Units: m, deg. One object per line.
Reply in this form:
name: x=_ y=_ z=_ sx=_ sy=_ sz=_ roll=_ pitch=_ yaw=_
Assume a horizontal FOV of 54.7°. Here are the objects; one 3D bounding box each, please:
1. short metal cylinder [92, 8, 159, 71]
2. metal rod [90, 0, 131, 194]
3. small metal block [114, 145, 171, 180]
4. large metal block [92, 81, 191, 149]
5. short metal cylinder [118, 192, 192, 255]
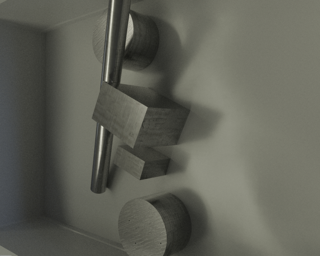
short metal cylinder: x=-0.048 y=-0.122 z=0.428 sx=0.080 sy=0.050 sz=0.079 roll=0 pitch=90 yaw=39
metal rod: x=-0.069 y=-0.034 z=0.414 sx=0.025 sy=0.025 sz=0.298 roll=33 pitch=125 yaw=34
small metal block: x=-0.023 y=0.043 z=0.408 sx=0.050 sy=0.050 sz=0.025 roll=26 pitch=106 yaw=36
large metal block: x=-0.024 y=-0.017 z=0.388 sx=0.080 sy=0.081 sz=0.050 roll=32 pitch=110 yaw=35
short metal cylinder: x=-0.007 y=0.126 z=0.395 sx=0.080 sy=0.050 sz=0.079 roll=0 pitch=90 yaw=39
